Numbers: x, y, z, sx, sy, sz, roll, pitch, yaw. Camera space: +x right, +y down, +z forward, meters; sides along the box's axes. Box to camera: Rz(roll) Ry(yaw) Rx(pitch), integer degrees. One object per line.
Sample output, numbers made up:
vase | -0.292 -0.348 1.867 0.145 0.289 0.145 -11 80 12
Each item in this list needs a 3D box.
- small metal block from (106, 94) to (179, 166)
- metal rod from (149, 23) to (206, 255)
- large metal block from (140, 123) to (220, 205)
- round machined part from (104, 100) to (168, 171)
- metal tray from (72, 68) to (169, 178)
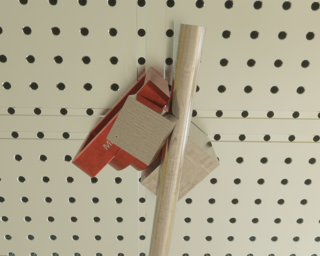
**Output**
small metal block | -0.017 0.001 0.309 0.050 0.025 0.050 32 106 8
metal rod | 0.013 0.041 0.343 0.025 0.025 0.298 6 110 -3
large metal block | 0.023 0.039 0.396 0.050 0.080 0.080 41 105 -14
round machined part | -0.022 0.014 0.384 0.042 0.098 0.098 41 105 -14
metal tray | -0.045 -0.010 0.374 0.030 0.090 0.130 42 105 -14
